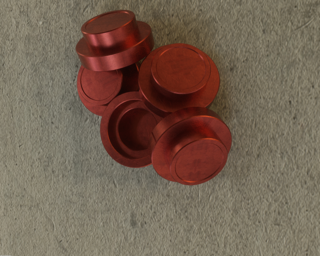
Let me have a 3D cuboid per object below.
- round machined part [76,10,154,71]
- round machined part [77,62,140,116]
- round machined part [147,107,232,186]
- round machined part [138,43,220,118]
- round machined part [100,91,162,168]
[{"bbox_3d":[-0.059,-0.115,0.390,0.098,0.098,0.042,1,132,19],"label":"round machined part"},{"bbox_3d":[-0.073,-0.064,0.427,0.098,0.042,0.097,0,90,19],"label":"round machined part"},{"bbox_3d":[0.038,0.028,0.358,0.098,0.098,0.042,-45,36,14],"label":"round machined part"},{"bbox_3d":[0.023,-0.061,0.369,0.099,0.042,0.098,1,68,-3],"label":"round machined part"},{"bbox_3d":[-0.025,0.002,0.409,0.098,0.042,0.097,0,90,19],"label":"round machined part"}]
